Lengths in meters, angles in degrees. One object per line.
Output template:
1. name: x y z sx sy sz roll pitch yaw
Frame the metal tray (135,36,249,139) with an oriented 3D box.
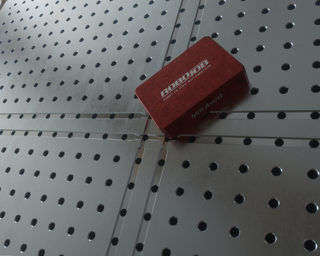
1. metal tray: 0.040 -0.057 0.420 0.130 0.030 0.090 -37 51 3
